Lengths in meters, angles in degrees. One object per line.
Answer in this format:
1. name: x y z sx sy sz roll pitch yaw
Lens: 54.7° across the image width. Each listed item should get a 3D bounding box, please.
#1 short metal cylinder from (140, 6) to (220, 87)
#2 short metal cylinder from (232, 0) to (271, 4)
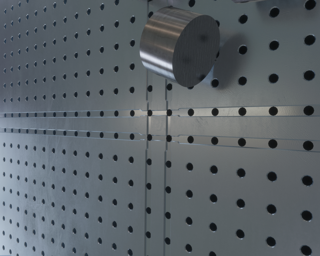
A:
1. short metal cylinder: 0.024 -0.093 0.354 0.050 0.081 0.079 30 109 36
2. short metal cylinder: 0.098 -0.163 0.293 0.050 0.081 0.079 10 97 39
